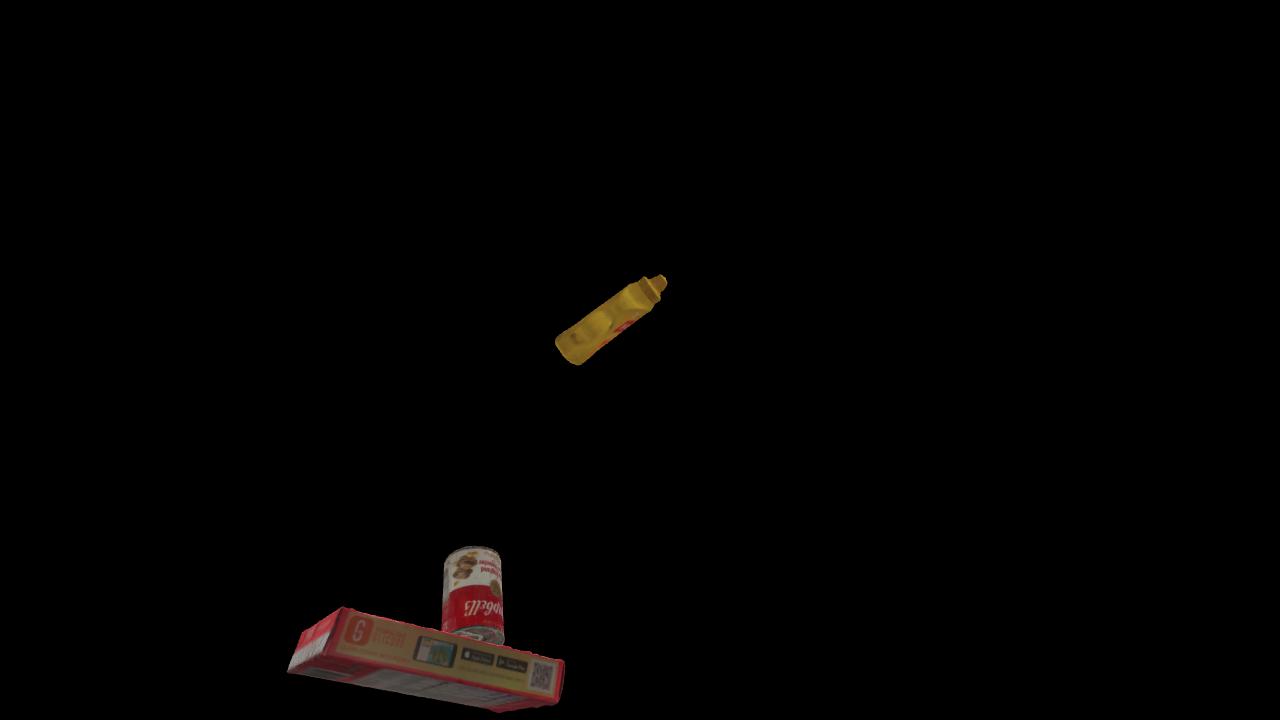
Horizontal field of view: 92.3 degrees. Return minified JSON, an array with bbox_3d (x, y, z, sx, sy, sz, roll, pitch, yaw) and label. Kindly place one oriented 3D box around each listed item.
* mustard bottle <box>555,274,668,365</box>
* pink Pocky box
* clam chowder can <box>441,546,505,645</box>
[{"bbox_3d":[-0.036,-0.066,0.908,0.184,0.054,0.092,-36,-12,8],"label":"mustard bottle"},{"bbox_3d":[-0.135,0.199,0.400,0.155,0.029,0.084,28,-43,-26],"label":"pink Pocky box"},{"bbox_3d":[-0.190,0.272,0.697,0.068,0.068,0.102,0,39,-16],"label":"clam chowder can"}]
